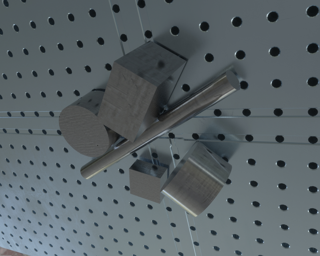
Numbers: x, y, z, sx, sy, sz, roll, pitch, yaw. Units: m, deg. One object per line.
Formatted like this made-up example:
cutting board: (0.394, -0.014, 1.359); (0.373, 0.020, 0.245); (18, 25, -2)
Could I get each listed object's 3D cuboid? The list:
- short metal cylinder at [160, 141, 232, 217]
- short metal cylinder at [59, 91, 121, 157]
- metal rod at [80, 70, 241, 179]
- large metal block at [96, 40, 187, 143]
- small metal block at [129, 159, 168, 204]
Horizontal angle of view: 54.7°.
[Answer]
short metal cylinder: (0.044, 0.063, 0.387); (0.050, 0.080, 0.080); (37, 129, 3)
short metal cylinder: (-0.093, -0.006, 0.435); (0.080, 0.050, 0.079); (13, 124, 21)
metal rod: (-0.021, 0.011, 0.425); (0.299, 0.025, 0.025); (-32, 101, 38)
large metal block: (-0.021, -0.043, 0.355); (0.050, 0.080, 0.079); (32, 129, 7)
small metal block: (-0.017, 0.080, 0.465); (0.050, 0.025, 0.050); (14, 124, 20)
